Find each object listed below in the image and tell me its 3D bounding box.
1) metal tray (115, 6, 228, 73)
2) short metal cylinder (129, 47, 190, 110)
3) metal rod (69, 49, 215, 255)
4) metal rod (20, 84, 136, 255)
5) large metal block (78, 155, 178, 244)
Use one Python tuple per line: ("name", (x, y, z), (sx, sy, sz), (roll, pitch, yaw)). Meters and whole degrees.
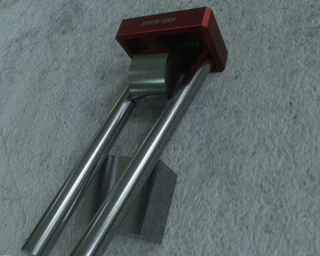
("metal tray", (0.017, -0.112, 0.422), (0.130, 0.090, 0.030), (2, 63, 29))
("short metal cylinder", (0.002, -0.064, 0.408), (0.050, 0.080, 0.080), (2, 63, 28))
("metal rod", (-0.002, 0.011, 0.339), (0.025, 0.025, 0.301), (9, 51, 32))
("metal rod", (-0.064, 0.009, 0.373), (0.025, 0.025, 0.301), (2, 47, 29))
("large metal block", (-0.034, 0.079, 0.355), (0.080, 0.050, 0.080), (2, 63, 28))
